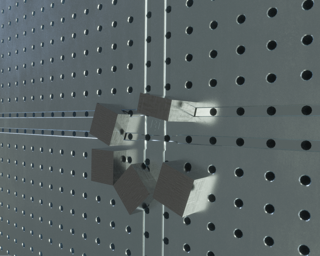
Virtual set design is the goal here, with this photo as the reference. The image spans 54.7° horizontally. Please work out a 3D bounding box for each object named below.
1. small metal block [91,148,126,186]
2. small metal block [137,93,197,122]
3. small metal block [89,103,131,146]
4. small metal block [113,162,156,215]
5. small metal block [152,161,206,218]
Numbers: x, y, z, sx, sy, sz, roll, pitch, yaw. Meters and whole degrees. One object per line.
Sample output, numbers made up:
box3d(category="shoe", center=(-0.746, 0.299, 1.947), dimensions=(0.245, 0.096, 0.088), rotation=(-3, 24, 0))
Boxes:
box3d(category="small metal block", center=(-0.079, 0.057, 0.472), dimensions=(0.050, 0.025, 0.050), rotation=(2, 91, 39))
box3d(category="small metal block", center=(0.008, -0.026, 0.384), dimensions=(0.050, 0.050, 0.025), rotation=(17, 101, 38))
box3d(category="small metal block", center=(-0.077, -0.006, 0.470), dimensions=(0.050, 0.025, 0.050), rotation=(27, 107, 36))
box3d(category="small metal block", center=(-0.032, 0.085, 0.434), dimensions=(0.050, 0.025, 0.050), rotation=(-50, 61, 28))
box3d(category="small metal block", center=(0.023, 0.075, 0.389), dimensions=(0.050, 0.025, 0.050), rotation=(25, 106, 36))
